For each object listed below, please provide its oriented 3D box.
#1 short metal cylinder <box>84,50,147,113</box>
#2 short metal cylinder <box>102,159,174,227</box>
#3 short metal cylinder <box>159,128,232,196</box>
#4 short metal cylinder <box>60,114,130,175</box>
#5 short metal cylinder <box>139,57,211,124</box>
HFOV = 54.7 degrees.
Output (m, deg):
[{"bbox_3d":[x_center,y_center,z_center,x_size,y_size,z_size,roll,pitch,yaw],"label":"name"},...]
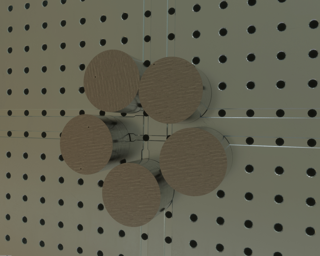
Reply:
[{"bbox_3d":[-0.054,-0.060,0.418,0.080,0.050,0.079,0,90,19],"label":"short metal cylinder"},{"bbox_3d":[-0.028,0.083,0.408,0.080,0.050,0.080,0,90,20],"label":"short metal cylinder"},{"bbox_3d":[0.046,0.039,0.382,0.080,0.050,0.079,1,92,19],"label":"short metal cylinder"},{"bbox_3d":[-0.089,0.021,0.431,0.080,0.050,0.079,0,90,20],"label":"short metal cylinder"},{"bbox_3d":[0.020,-0.045,0.391,0.080,0.050,0.079,0,90,20],"label":"short metal cylinder"}]
